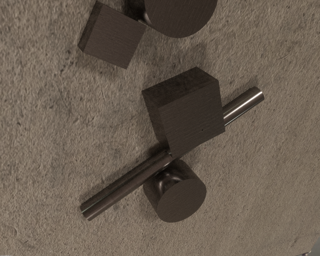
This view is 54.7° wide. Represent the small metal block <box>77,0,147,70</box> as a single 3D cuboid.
[{"bbox_3d":[-0.050,-0.095,0.322,0.050,0.025,0.050,16,110,-35],"label":"small metal block"}]

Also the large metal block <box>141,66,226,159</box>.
[{"bbox_3d":[0.032,-0.021,0.397,0.080,0.050,0.080,-26,128,-13],"label":"large metal block"}]

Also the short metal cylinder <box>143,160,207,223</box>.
[{"bbox_3d":[0.022,0.093,0.462,0.081,0.050,0.079,-14,125,-21],"label":"short metal cylinder"}]

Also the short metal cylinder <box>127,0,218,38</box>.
[{"bbox_3d":[0.012,-0.137,0.313,0.081,0.050,0.079,-14,125,-21],"label":"short metal cylinder"}]

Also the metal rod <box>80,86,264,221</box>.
[{"bbox_3d":[0.021,0.033,0.440,0.301,0.025,0.025,-34,129,-6],"label":"metal rod"}]
